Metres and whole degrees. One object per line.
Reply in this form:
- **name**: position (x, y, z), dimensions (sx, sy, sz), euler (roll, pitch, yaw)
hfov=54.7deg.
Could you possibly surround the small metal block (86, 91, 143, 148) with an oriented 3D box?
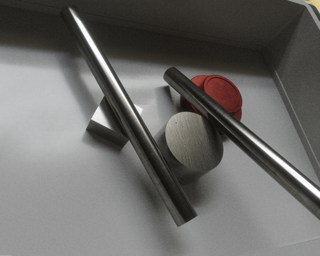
- **small metal block**: position (-0.056, -0.011, 0.384), dimensions (0.050, 0.025, 0.050), euler (28, 52, -11)

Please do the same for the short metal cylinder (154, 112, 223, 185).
- **short metal cylinder**: position (0.032, 0.026, 0.393), dimensions (0.081, 0.050, 0.080), euler (14, 56, -21)

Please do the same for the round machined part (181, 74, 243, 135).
- **round machined part**: position (0.084, -0.041, 0.467), dimensions (0.099, 0.042, 0.098), euler (14, 56, -21)

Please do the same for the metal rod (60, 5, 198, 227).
- **metal rod**: position (-0.044, -0.026, 0.366), dimensions (0.025, 0.025, 0.299), euler (-20, 73, -36)

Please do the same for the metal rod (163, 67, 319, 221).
- **metal rod**: position (0.100, 0.011, 0.373), dimensions (0.025, 0.025, 0.300), euler (-15, 47, -34)
